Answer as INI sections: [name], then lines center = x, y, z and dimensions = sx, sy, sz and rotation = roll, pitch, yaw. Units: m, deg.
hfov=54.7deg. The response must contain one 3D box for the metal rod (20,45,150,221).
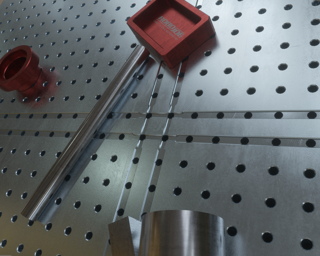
[metal rod]
center = -0.104, -0.002, 0.461
dimensions = 0.025, 0.025, 0.300
rotation = 22, 73, 36

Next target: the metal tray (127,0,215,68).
[metal tray]
center = 0.013, -0.163, 0.496
dimensions = 0.090, 0.030, 0.130
rotation = -39, 51, 1

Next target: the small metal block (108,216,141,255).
[small metal block]
center = -0.027, 0.127, 0.327
dimensions = 0.025, 0.050, 0.050
rotation = -26, 53, 14

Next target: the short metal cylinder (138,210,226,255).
[short metal cylinder]
center = 0.021, 0.113, 0.292
dimensions = 0.080, 0.080, 0.050
rotation = -10, 58, 23

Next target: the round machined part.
[round machined part]
center = -0.275, -0.111, 0.606
dimensions = 0.098, 0.042, 0.098
rotation = -13, 56, 20
